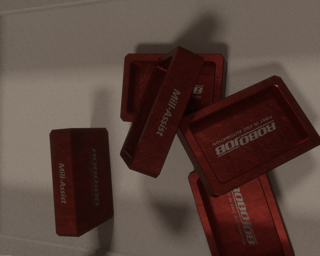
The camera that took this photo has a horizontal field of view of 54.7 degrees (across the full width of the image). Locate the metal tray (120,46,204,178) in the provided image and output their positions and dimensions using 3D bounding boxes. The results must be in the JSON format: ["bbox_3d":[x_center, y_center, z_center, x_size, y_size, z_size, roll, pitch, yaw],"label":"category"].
[{"bbox_3d":[-0.002,-0.018,0.343,0.030,0.090,0.129,22,89,-14],"label":"metal tray"}]

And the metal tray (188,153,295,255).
[{"bbox_3d":[0.097,0.104,0.373,0.090,0.030,0.129,-19,84,18],"label":"metal tray"}]

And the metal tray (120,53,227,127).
[{"bbox_3d":[0.016,-0.048,0.401,0.130,0.030,0.089,5,92,19],"label":"metal tray"}]

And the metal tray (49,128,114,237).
[{"bbox_3d":[-0.100,0.065,0.409,0.030,0.090,0.129,-5,88,20],"label":"metal tray"}]

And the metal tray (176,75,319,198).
[{"bbox_3d":[0.094,0.008,0.340,0.131,0.030,0.090,-25,76,-10],"label":"metal tray"}]
